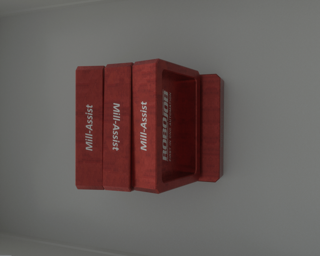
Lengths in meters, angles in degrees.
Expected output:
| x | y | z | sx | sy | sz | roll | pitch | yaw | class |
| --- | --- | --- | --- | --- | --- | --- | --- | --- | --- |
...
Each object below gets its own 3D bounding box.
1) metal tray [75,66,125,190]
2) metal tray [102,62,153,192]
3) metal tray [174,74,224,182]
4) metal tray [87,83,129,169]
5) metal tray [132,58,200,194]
| x | y | z | sx | sy | sz | roll | pitch | yaw | class |
| --- | --- | --- | --- | --- | --- | --- | --- | --- | --- |
| -0.067 | 0.000 | 0.363 | 0.030 | 0.090 | 0.129 | 0 | 90 | 7 | metal tray |
| -0.028 | 0.000 | 0.351 | 0.030 | 0.090 | 0.129 | 0 | 88 | 20 | metal tray |
| 0.033 | 0.000 | 0.394 | 0.090 | 0.030 | 0.129 | 1 | 90 | 20 | metal tray |
| -0.053 | -0.002 | 0.424 | 0.090 | 0.030 | 0.129 | 1 | 90 | 20 | metal tray |
| 0.010 | -0.002 | 0.336 | 0.030 | 0.091 | 0.129 | 0 | 90 | 34 | metal tray |
